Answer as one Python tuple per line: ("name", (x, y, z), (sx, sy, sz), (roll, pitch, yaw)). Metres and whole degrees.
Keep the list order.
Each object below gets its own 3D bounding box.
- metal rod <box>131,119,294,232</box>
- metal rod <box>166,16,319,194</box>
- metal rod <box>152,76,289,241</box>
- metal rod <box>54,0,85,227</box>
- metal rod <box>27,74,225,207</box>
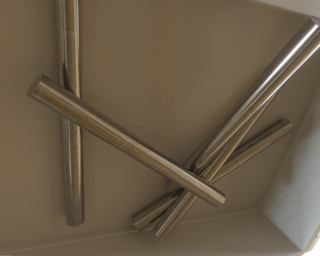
("metal rod", (0.089, 0.073, 0.501), (0.301, 0.025, 0.025), (-31, 129, -8))
("metal rod", (0.083, -0.002, 0.379), (0.025, 0.025, 0.298), (3, 140, -30))
("metal rod", (0.089, 0.042, 0.463), (0.025, 0.025, 0.299), (36, 92, -39))
("metal rod", (-0.099, -0.004, 0.351), (0.025, 0.025, 0.298), (-8, 122, -25))
("metal rod", (-0.016, 0.032, 0.373), (0.301, 0.025, 0.025), (36, 98, -34))
